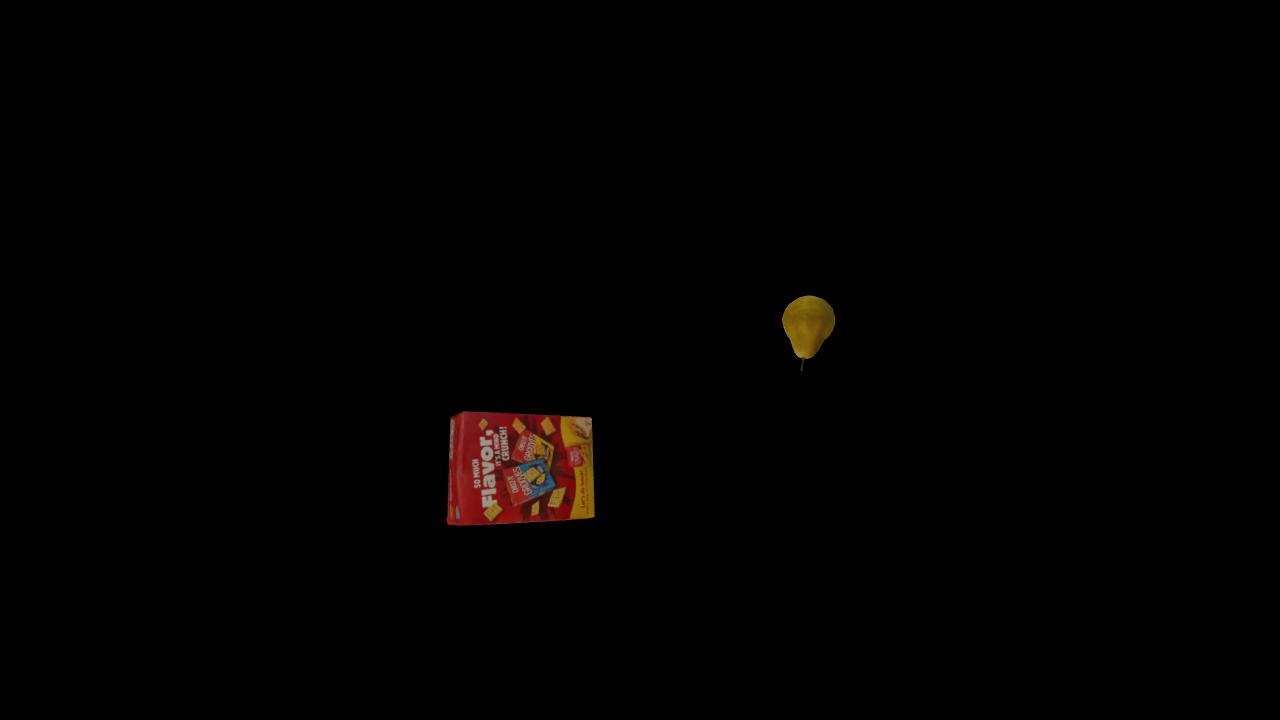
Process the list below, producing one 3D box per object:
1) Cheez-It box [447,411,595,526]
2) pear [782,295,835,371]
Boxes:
[{"bbox_3d":[-0.182,0.170,0.963,0.223,0.166,0.071,6,-15,-34],"label":"Cheez-It box"},{"bbox_3d":[0.254,-0.041,0.931,0.080,0.111,0.080,6,-26,3],"label":"pear"}]
